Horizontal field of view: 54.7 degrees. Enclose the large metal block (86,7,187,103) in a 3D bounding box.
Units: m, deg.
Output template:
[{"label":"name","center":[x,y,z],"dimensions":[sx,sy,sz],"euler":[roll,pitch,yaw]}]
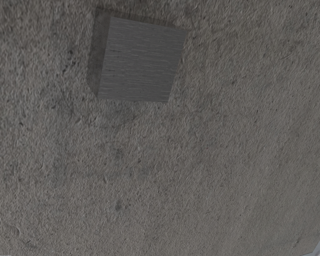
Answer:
[{"label":"large metal block","center":[-0.028,-0.075,0.329],"dimensions":[0.081,0.050,0.079],"euler":[1,118,-29]}]
